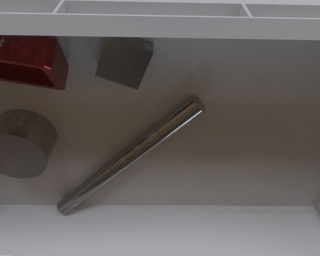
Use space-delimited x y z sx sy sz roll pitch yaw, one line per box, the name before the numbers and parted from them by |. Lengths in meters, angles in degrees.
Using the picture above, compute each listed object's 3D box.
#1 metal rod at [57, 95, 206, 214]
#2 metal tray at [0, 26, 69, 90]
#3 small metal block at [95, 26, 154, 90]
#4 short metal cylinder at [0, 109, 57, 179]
metal rod | -0.057 0.051 0.451 0.025 0.025 0.299 37 121 -27
metal tray | -0.165 -0.072 0.307 0.131 0.030 0.090 8 172 -8
small metal block | -0.040 -0.076 0.343 0.050 0.025 0.050 17 128 -14
short metal cylinder | -0.183 0.022 0.408 0.081 0.050 0.079 0 130 0
